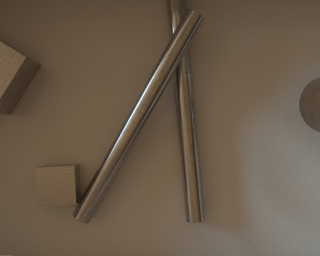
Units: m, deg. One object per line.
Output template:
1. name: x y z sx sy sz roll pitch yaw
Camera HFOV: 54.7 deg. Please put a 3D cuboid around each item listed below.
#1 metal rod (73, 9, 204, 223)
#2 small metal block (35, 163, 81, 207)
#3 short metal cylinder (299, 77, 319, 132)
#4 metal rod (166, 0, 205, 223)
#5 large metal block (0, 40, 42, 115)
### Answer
1. metal rod: -0.030 -0.011 0.396 0.025 0.025 0.299 30 96 -1
2. small metal block: -0.134 0.075 0.410 0.050 0.025 0.050 -3 90 -1
3. short metal cylinder: 0.232 -0.032 0.402 0.081 0.050 0.079 0 90 -1
4. metal rod: 0.034 -0.026 0.411 0.025 0.025 0.298 -5 90 -1
5. large metal block: -0.216 -0.072 0.396 0.080 0.050 0.080 31 90 -1
